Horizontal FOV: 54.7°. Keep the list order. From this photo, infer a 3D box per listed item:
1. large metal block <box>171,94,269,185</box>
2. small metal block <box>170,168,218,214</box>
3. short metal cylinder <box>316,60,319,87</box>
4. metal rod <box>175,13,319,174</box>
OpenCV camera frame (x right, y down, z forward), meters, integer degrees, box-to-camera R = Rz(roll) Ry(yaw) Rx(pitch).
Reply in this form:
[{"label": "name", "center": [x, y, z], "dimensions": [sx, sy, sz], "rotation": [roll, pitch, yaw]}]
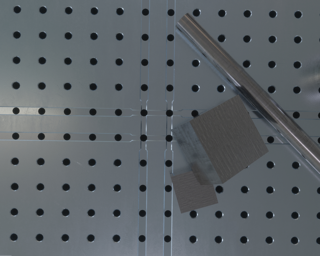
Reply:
[{"label": "large metal block", "center": [0.074, 0.016, 0.387], "dimensions": [0.081, 0.050, 0.080], "rotation": [-28, 90, -26]}, {"label": "small metal block", "center": [0.045, 0.080, 0.414], "dimensions": [0.050, 0.025, 0.050], "rotation": [-16, 90, 0]}, {"label": "short metal cylinder", "center": [0.256, -0.075, 0.403], "dimensions": [0.081, 0.050, 0.079], "rotation": [0, 90, 0]}, {"label": "metal rod", "center": [0.135, -0.037, 0.414], "dimensions": [0.025, 0.025, 0.300], "rotation": [-44, 90, 0]}]
